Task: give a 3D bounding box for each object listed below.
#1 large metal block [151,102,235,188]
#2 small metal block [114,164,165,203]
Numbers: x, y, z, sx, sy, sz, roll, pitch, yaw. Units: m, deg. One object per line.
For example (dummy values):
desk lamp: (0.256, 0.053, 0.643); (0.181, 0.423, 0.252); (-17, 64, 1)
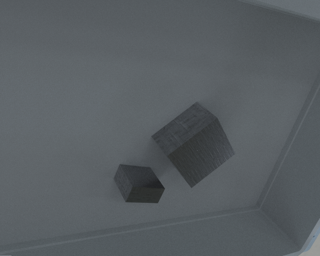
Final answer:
large metal block: (0.048, 0.024, 0.436); (0.080, 0.050, 0.080); (-37, 130, -3)
small metal block: (-0.029, 0.076, 0.425); (0.050, 0.050, 0.025); (11, 113, -34)
